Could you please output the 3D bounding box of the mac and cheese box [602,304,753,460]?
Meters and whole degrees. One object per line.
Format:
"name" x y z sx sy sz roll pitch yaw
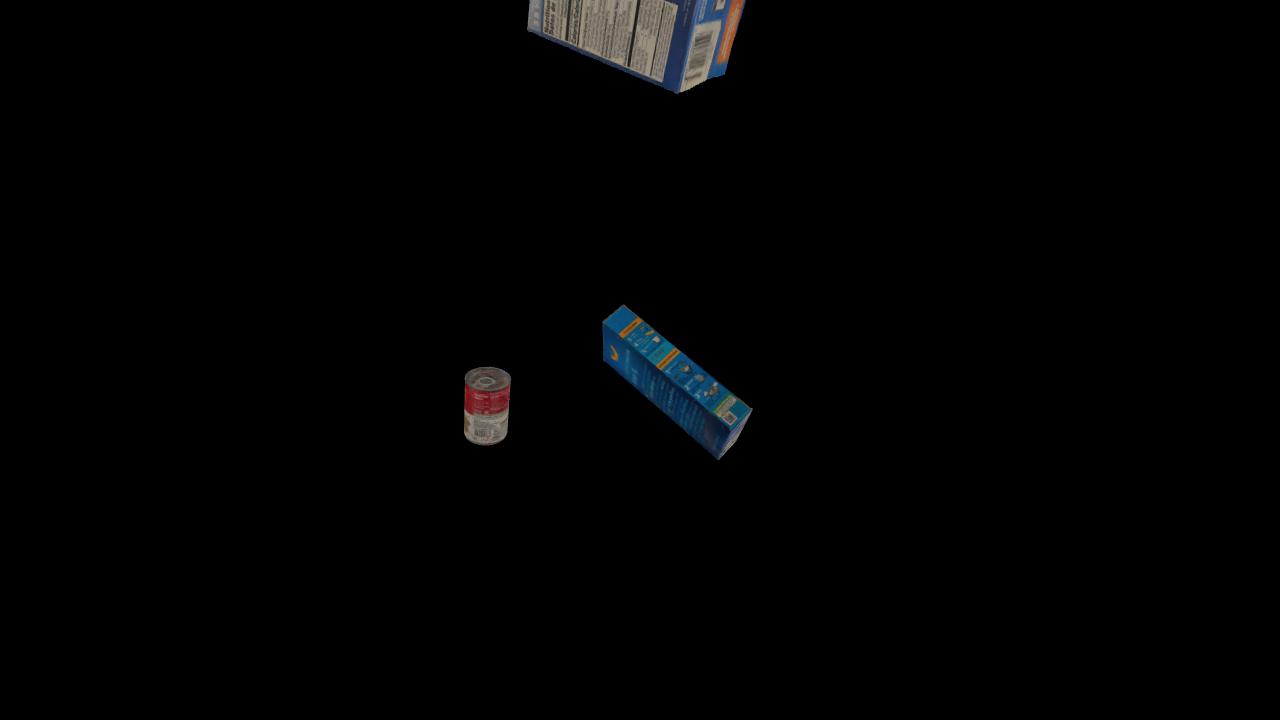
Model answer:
"mac and cheese box" 0.035 0.026 0.684 0.184 0.041 0.093 41 -22 18

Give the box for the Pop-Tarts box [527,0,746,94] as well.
"Pop-Tarts box" 0.007 -0.299 0.426 0.141 0.167 0.083 30 43 17

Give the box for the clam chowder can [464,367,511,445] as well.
"clam chowder can" -0.233 0.071 0.936 0.068 0.102 0.068 7 28 -4
